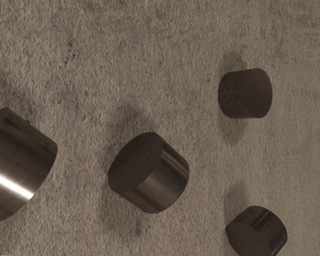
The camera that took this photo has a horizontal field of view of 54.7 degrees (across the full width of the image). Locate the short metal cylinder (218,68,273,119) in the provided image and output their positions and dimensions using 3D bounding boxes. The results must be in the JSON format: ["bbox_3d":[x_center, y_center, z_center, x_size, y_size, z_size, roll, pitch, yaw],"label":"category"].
[{"bbox_3d":[0.141,-0.055,0.510,0.081,0.050,0.079,0,90,-40],"label":"short metal cylinder"}]

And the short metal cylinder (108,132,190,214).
[{"bbox_3d":[-0.013,0.051,0.360,0.050,0.080,0.080,44,63,-32],"label":"short metal cylinder"}]

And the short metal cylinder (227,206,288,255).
[{"bbox_3d":[0.157,0.175,0.505,0.050,0.080,0.080,-28,108,-37],"label":"short metal cylinder"}]

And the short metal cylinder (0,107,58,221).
[{"bbox_3d":[-0.134,0.029,0.258,0.050,0.080,0.080,45,63,-31],"label":"short metal cylinder"}]
